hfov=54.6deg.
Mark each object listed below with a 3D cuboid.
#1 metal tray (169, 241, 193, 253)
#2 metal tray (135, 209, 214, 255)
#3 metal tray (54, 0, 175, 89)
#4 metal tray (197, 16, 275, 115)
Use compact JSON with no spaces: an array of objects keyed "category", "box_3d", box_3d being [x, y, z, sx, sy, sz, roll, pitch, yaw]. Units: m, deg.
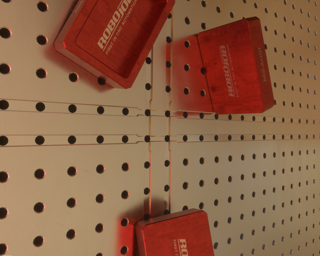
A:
[{"category":"metal tray","box_3d":[0.050,0.223,0.447,0.130,0.030,0.090,47,62,-30]},{"category":"metal tray","box_3d":[0.024,0.177,0.395,0.091,0.030,0.129,-7,84,-22]},{"category":"metal tray","box_3d":[-0.047,-0.121,0.352,0.090,0.030,0.130,33,79,-35]},{"category":"metal tray","box_3d":[0.111,-0.087,0.457,0.030,0.090,0.129,-24,105,-37]}]
